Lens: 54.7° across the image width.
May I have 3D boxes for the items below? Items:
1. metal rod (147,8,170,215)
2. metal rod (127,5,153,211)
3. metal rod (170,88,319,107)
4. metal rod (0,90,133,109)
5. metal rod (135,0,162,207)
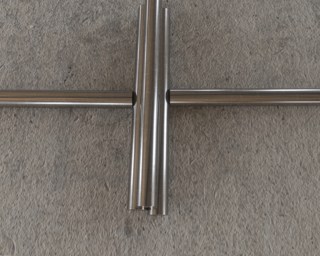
[{"bbox_3d":[0.000,-0.036,0.423,0.025,0.025,0.299,1,70,0],"label":"metal rod"},{"bbox_3d":[-0.024,-0.041,0.425,0.025,0.025,0.299,1,70,0],"label":"metal rod"},{"bbox_3d":[0.164,-0.042,0.427,0.302,0.025,0.025,0,70,-1],"label":"metal rod"},{"bbox_3d":[-0.188,-0.040,0.421,0.302,0.025,0.025,0,70,-1],"label":"metal rod"},{"bbox_3d":[-0.013,-0.050,0.406,0.025,0.025,0.299,1,70,0],"label":"metal rod"}]
